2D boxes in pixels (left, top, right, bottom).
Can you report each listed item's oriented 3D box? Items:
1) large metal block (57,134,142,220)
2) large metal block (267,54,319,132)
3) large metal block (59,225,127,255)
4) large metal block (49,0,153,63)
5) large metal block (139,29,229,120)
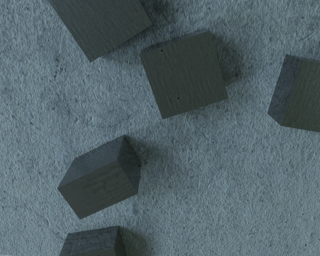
[{"bbox_3d":[-0.073,0.060,0.402,0.080,0.080,0.050,-26,108,9],"label":"large metal block"},{"bbox_3d":[0.191,-0.041,0.383,0.081,0.050,0.079,9,110,-4],"label":"large metal block"},{"bbox_3d":[-0.096,0.203,0.470,0.080,0.050,0.079,-10,110,3],"label":"large metal block"},{"bbox_3d":[-0.063,-0.132,0.347,0.080,0.050,0.080,-29,108,10],"label":"large metal block"},{"bbox_3d":[0.028,-0.066,0.372,0.080,0.050,0.080,-18,109,6],"label":"large metal block"}]
